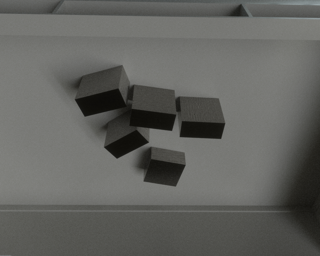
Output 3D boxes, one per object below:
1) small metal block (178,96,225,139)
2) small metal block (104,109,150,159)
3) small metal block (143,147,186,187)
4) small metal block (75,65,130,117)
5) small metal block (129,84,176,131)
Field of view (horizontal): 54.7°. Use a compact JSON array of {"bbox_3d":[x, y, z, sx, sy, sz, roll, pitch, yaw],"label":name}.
[{"bbox_3d":[0.049,-0.013,0.382,0.050,0.050,0.025,3,130,-3],"label":"small metal block"},{"bbox_3d":[-0.041,0.004,0.396,0.050,0.050,0.025,-28,125,21],"label":"small metal block"},{"bbox_3d":[0.006,0.058,0.459,0.050,0.025,0.050,11,129,-10],"label":"small metal block"},{"bbox_3d":[-0.064,-0.043,0.355,0.050,0.050,0.025,-13,129,10],"label":"small metal block"},{"bbox_3d":[-0.009,-0.025,0.371,0.050,0.050,0.025,7,130,-7],"label":"small metal block"}]
